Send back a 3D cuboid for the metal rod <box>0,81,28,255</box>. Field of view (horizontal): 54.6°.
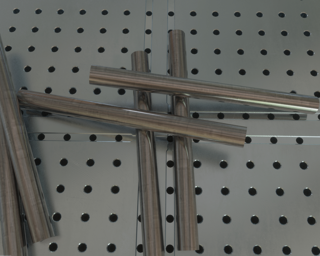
[{"bbox_3d":[-0.186,0.076,0.382,0.025,0.025,0.299,-14,71,-5],"label":"metal rod"}]

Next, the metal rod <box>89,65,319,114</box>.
[{"bbox_3d":[0.062,-0.049,0.407,0.302,0.025,0.025,7,70,-7],"label":"metal rod"}]

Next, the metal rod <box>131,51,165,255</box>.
[{"bbox_3d":[-0.017,0.035,0.398,0.025,0.025,0.299,-5,70,-2],"label":"metal rod"}]

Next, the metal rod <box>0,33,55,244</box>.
[{"bbox_3d":[-0.187,-0.006,0.396,0.025,0.025,0.299,-19,77,-7],"label":"metal rod"}]

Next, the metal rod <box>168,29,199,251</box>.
[{"bbox_3d":[0.029,0.001,0.411,0.025,0.025,0.299,-1,70,-1],"label":"metal rod"}]

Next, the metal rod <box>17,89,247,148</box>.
[{"bbox_3d":[-0.046,-0.015,0.393,0.301,0.025,0.025,10,70,13],"label":"metal rod"}]
